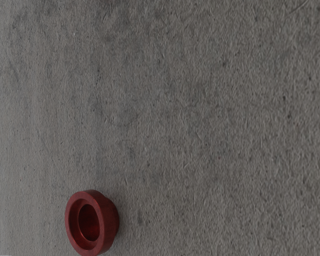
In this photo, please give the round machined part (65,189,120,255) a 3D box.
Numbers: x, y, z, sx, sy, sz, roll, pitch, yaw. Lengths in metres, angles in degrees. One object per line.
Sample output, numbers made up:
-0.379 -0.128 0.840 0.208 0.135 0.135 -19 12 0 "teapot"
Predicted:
-0.101 0.143 0.477 0.098 0.042 0.097 0 90 40 "round machined part"
